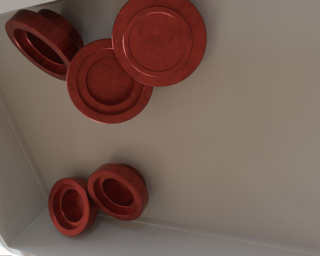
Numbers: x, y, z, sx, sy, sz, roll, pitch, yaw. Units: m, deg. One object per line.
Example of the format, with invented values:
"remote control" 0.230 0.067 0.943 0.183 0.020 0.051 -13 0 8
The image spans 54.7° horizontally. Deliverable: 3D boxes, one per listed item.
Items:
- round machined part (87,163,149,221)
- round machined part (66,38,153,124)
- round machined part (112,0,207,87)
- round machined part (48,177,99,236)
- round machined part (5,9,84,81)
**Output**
"round machined part" -0.061 0.096 0.489 0.098 0.042 0.097 13 124 21
"round machined part" -0.060 -0.057 0.373 0.099 0.042 0.097 -3 105 -11
"round machined part" -0.001 -0.090 0.320 0.099 0.042 0.097 1 111 3
"round machined part" -0.144 0.133 0.539 0.098 0.042 0.097 0 89 31
"round machined part" -0.135 -0.107 0.386 0.098 0.042 0.098 26 157 12
